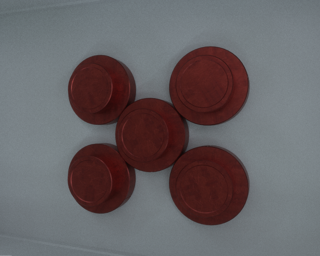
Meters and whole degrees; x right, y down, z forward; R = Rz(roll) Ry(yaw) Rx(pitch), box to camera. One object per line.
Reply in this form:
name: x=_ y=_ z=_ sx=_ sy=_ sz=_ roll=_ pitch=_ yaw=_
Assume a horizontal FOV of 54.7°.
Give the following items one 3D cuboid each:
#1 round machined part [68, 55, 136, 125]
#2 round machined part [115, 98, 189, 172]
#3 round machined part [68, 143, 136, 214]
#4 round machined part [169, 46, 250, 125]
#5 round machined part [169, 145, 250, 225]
round machined part: x=-0.087 y=-0.053 z=0.429 sx=0.098 sy=0.042 sz=0.097 roll=0 pitch=90 yaw=19
round machined part: x=-0.015 y=0.009 z=0.404 sx=0.098 sy=0.042 sz=0.097 roll=0 pitch=90 yaw=19
round machined part: x=-0.087 y=0.071 z=0.429 sx=0.098 sy=0.042 sz=0.097 roll=0 pitch=90 yaw=19
round machined part: x=0.058 y=-0.052 z=0.379 sx=0.098 sy=0.042 sz=0.097 roll=0 pitch=90 yaw=19
round machined part: x=0.058 y=0.071 z=0.379 sx=0.098 sy=0.042 sz=0.097 roll=0 pitch=90 yaw=19
